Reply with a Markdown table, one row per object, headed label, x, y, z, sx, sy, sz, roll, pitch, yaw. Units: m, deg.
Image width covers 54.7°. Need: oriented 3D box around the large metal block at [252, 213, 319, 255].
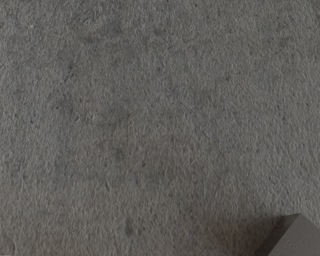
| label | x | y | z | sx | sy | sz | roll | pitch | yaw |
| --- | --- | --- | --- | --- | --- | --- | --- | --- | --- |
| large metal block | 0.154 | 0.154 | 0.341 | 0.080 | 0.050 | 0.080 | 41 | 75 | 13 |
